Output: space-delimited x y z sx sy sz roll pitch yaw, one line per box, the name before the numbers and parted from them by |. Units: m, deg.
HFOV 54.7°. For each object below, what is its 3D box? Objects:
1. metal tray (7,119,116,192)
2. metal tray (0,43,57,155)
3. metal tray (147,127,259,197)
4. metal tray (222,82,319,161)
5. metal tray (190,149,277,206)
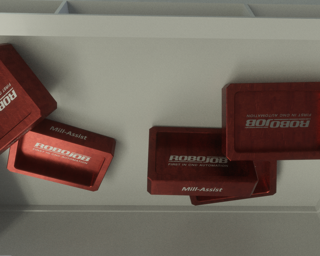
metal tray | -0.138 0.038 0.436 0.131 0.030 0.089 18 128 -15
metal tray | -0.194 -0.024 0.359 0.130 0.030 0.090 -33 98 24
metal tray | 0.050 0.041 0.400 0.131 0.090 0.030 2 135 -2
metal tray | 0.142 -0.009 0.369 0.131 0.030 0.089 -1 95 0
metal tray | 0.105 0.071 0.466 0.131 0.030 0.090 -10 130 8
